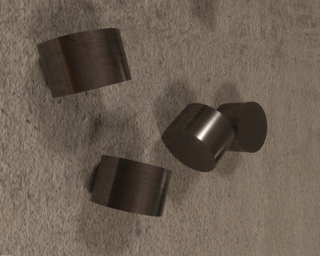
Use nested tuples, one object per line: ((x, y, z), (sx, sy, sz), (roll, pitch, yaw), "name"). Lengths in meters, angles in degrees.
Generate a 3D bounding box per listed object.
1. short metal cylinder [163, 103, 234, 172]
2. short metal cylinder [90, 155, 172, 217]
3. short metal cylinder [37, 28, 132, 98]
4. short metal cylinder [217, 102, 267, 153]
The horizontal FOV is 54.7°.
((0.051, 0.013, 0.414), (0.050, 0.080, 0.080), (-49, 120, -29), "short metal cylinder")
((-0.031, 0.064, 0.345), (0.080, 0.080, 0.050), (21, 77, -38), "short metal cylinder")
((-0.073, -0.064, 0.308), (0.081, 0.080, 0.050), (-22, 105, -38), "short metal cylinder")
((0.129, -0.001, 0.499), (0.081, 0.050, 0.079), (0, 90, -40), "short metal cylinder")
